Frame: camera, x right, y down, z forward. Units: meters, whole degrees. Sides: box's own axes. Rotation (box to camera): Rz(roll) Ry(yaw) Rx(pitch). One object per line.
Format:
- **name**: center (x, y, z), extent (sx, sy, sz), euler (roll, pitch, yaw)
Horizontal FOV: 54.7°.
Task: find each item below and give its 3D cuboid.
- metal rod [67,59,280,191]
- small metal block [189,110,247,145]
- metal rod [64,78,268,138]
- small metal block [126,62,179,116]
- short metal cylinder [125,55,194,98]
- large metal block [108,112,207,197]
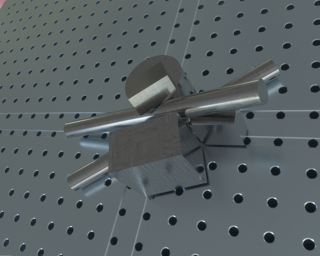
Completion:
- **metal rod**: center (0.011, 0.001, 0.399), extent (0.300, 0.025, 0.025), euler (-30, 52, 8)
- **small metal block**: center (0.068, -0.003, 0.354), extent (0.050, 0.050, 0.025), euler (0, 62, 29)
- **metal rod**: center (-0.021, -0.015, 0.379), extent (0.300, 0.025, 0.025), euler (-9, 57, 39)
- **small metal block**: center (-0.010, -0.047, 0.363), extent (0.050, 0.025, 0.050), euler (-31, 29, 8)
- **short metal cylinder**: center (0.000, -0.051, 0.419), extent (0.080, 0.050, 0.080), euler (-13, 55, 20)
- **large metal block**: center (-0.001, 0.033, 0.347), extent (0.080, 0.080, 0.050), euler (-17, 55, 18)
